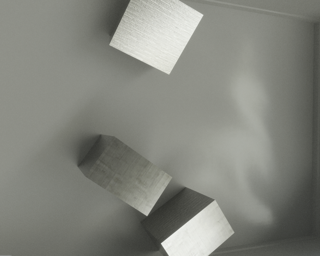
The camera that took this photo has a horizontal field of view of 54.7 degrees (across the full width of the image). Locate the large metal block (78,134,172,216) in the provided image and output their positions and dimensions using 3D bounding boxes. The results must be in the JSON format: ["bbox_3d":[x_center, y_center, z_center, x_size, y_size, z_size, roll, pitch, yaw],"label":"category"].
[{"bbox_3d":[-0.045,0.052,0.366,0.080,0.080,0.050,37,78,-17],"label":"large metal block"}]

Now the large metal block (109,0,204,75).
[{"bbox_3d":[-0.007,-0.124,0.377,0.080,0.050,0.080,23,112,-19],"label":"large metal block"}]

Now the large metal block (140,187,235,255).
[{"bbox_3d":[0.032,0.126,0.394,0.080,0.080,0.050,-34,102,-17],"label":"large metal block"}]
